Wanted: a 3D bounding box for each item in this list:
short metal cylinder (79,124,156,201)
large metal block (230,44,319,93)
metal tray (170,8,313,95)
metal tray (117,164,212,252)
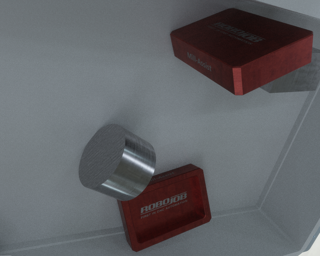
[{"bbox_3d":[-0.052,0.041,0.372,0.050,0.080,0.080,34,99,-39],"label":"short metal cylinder"},{"bbox_3d":[0.154,-0.086,0.406,0.081,0.080,0.050,-6,121,-26],"label":"large metal block"},{"bbox_3d":[0.080,-0.088,0.331,0.091,0.130,0.030,-25,128,-13],"label":"metal tray"},{"bbox_3d":[0.008,0.115,0.461,0.131,0.030,0.089,-15,102,-20],"label":"metal tray"}]
